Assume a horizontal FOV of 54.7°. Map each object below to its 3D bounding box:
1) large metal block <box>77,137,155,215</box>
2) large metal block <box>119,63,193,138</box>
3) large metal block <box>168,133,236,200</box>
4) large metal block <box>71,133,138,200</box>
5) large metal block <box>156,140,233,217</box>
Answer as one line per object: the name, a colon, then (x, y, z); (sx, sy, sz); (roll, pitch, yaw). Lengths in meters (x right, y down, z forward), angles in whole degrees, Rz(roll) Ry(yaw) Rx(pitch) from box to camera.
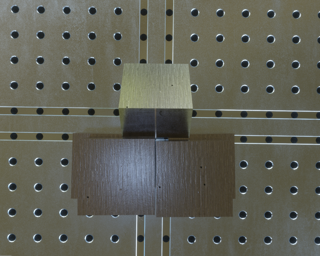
large metal block: (-0.046, 0.051, 0.347); (0.081, 0.050, 0.079); (0, 90, -1)
large metal block: (-0.005, -0.035, 0.380); (0.081, 0.050, 0.080); (0, 48, -1)
large metal block: (0.051, 0.047, 0.401); (0.081, 0.050, 0.079); (-1, 90, -1)
large metal block: (-0.067, 0.047, 0.401); (0.081, 0.050, 0.079); (2, 90, -1)
large metal block: (0.036, 0.053, 0.349); (0.081, 0.050, 0.079); (0, 90, -1)
